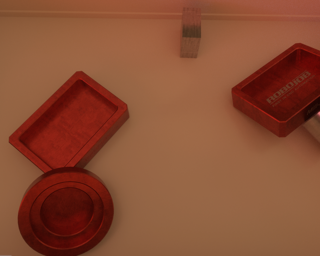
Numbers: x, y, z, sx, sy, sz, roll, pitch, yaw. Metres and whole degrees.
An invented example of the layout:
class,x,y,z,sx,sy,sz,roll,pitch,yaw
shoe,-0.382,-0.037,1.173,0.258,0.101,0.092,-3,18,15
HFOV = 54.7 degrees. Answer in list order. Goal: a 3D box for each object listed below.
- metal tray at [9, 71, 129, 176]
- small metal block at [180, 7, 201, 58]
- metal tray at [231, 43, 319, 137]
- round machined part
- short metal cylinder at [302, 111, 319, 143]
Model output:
class,x,y,z,sx,sy,sz,roll,pitch,yaw
metal tray,-0.115,-0.002,0.406,0.090,0.030,0.130,37,74,12
small metal block,0.043,-0.136,0.447,0.025,0.050,0.050,2,70,1
metal tray,0.173,-0.055,0.409,0.131,0.030,0.090,-35,47,-12
round machined part,-0.105,0.091,0.351,0.099,0.042,0.097,-3,99,-18
short metal cylinder,0.229,-0.011,0.387,0.080,0.080,0.050,-36,75,-12
